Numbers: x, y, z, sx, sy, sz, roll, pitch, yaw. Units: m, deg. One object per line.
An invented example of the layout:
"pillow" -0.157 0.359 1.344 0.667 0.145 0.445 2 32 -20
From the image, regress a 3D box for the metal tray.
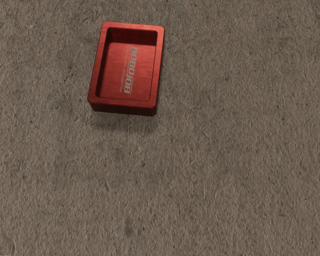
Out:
"metal tray" -0.044 -0.084 0.435 0.091 0.030 0.130 5 70 1
